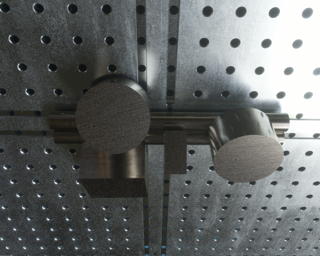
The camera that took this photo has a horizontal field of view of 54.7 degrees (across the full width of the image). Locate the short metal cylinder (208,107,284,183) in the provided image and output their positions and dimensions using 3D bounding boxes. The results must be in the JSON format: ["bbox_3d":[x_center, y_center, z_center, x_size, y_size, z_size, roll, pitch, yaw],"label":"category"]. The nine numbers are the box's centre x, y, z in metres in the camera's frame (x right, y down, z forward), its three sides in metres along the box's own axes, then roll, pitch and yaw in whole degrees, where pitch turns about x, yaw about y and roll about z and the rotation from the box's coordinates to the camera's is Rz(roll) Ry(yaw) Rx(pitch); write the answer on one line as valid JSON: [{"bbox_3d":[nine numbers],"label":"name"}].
[{"bbox_3d":[0.102,0.022,0.377,0.081,0.050,0.079,0,130,0],"label":"short metal cylinder"}]

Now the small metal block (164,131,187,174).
[{"bbox_3d":[0.018,0.029,0.378,0.025,0.050,0.050,0,88,-1],"label":"small metal block"}]

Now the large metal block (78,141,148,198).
[{"bbox_3d":[-0.059,0.059,0.422,0.081,0.050,0.080,-1,150,0],"label":"large metal block"}]

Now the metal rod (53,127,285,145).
[{"bbox_3d":[0.013,0.010,0.416,0.302,0.025,0.025,0,130,-1],"label":"metal rod"}]

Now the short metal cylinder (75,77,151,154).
[{"bbox_3d":[-0.051,-0.016,0.358,0.081,0.050,0.079,0,106,-1],"label":"short metal cylinder"}]

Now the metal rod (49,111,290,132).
[{"bbox_3d":[0.013,-0.009,0.400,0.302,0.025,0.025,0,130,-1],"label":"metal rod"}]
